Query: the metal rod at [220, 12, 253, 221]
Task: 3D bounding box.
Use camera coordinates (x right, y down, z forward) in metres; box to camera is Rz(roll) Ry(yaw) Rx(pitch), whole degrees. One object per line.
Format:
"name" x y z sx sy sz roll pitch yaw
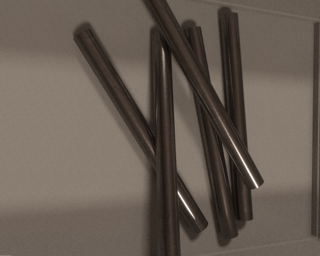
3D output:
"metal rod" 0.113 -0.015 0.453 0.025 0.025 0.298 -6 92 -20

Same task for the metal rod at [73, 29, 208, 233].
"metal rod" -0.019 0.012 0.404 0.025 0.025 0.299 -34 101 -17

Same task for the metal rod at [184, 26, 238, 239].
"metal rod" 0.073 0.009 0.438 0.025 0.025 0.298 -13 95 -20

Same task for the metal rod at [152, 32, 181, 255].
"metal rod" 0.007 0.024 0.387 0.025 0.025 0.298 1 80 -20

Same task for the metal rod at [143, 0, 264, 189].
"metal rod" 0.058 -0.048 0.405 0.025 0.025 0.299 -34 101 -17
